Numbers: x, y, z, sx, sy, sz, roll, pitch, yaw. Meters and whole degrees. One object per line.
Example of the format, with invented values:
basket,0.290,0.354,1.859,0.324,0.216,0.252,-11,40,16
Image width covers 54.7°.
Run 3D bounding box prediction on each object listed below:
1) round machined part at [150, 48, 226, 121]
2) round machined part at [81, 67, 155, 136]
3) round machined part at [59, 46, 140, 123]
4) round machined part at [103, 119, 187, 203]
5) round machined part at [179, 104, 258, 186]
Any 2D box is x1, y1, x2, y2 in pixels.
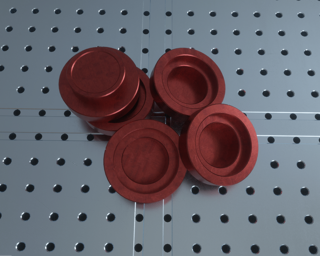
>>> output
round machined part,0.033,-0.054,0.413,0.099,0.042,0.098,6,70,-16
round machined part,-0.056,-0.035,0.414,0.099,0.042,0.098,0,70,-1
round machined part,-0.075,-0.059,0.378,0.099,0.042,0.098,0,70,-1
round machined part,-0.019,0.040,0.379,0.099,0.042,0.097,1,84,-10
round machined part,0.068,0.022,0.383,0.099,0.042,0.097,3,80,-21
